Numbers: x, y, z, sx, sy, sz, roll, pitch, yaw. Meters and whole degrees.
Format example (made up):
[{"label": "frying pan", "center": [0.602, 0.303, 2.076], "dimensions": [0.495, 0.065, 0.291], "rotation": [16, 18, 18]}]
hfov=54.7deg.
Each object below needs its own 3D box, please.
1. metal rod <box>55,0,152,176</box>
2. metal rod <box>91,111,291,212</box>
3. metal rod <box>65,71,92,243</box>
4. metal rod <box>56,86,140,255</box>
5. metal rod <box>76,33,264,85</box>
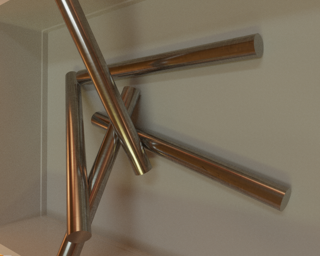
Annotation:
[{"label": "metal rod", "center": [-0.079, -0.078, 0.378], "dimensions": [0.025, 0.025, 0.299], "rotation": [-13, 106, 39]}, {"label": "metal rod", "center": [0.013, 0.028, 0.396], "dimensions": [0.300, 0.025, 0.025], "rotation": [21, 103, 38]}, {"label": "metal rod", "center": [-0.117, 0.013, 0.428], "dimensions": [0.025, 0.025, 0.300], "rotation": [-51, 37, 28]}, {"label": "metal rod", "center": [-0.084, 0.079, 0.388], "dimensions": [0.025, 0.025, 0.300], "rotation": [-1, 61, 40]}, {"label": "metal rod", "center": [-0.013, -0.085, 0.417], "dimensions": [0.300, 0.025, 0.025], "rotation": [0, 90, 40]}]
